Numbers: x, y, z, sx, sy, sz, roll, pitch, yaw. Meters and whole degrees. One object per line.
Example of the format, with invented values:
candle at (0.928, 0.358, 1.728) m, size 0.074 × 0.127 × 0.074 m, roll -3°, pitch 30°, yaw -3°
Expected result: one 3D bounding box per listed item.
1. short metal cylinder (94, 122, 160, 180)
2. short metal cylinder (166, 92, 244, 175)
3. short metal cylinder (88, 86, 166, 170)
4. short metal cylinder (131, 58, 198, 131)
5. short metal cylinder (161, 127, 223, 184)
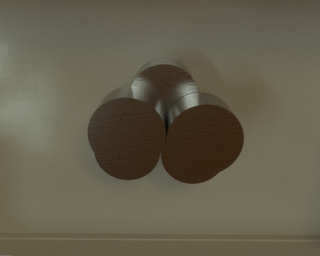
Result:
short metal cylinder at (-0.040, 0.020, 0.403) m, size 0.081 × 0.050 × 0.079 m, roll 0°, pitch 110°, yaw 0°
short metal cylinder at (0.047, 0.005, 0.344) m, size 0.081 × 0.050 × 0.079 m, roll 0°, pitch 110°, yaw 0°
short metal cylinder at (-0.034, -0.001, 0.342) m, size 0.081 × 0.050 × 0.079 m, roll 0°, pitch 110°, yaw 0°
short metal cylinder at (0.005, -0.042, 0.381) m, size 0.081 × 0.050 × 0.079 m, roll 0°, pitch 110°, yaw 0°
short metal cylinder at (0.042, 0.025, 0.406) m, size 0.081 × 0.050 × 0.079 m, roll 0°, pitch 110°, yaw 0°
